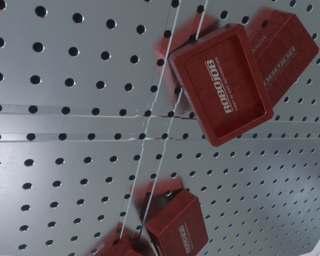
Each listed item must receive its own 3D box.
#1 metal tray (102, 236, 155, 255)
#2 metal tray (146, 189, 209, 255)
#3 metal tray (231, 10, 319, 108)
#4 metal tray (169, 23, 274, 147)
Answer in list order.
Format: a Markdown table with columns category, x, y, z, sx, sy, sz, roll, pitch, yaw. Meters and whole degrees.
| category | x | y | z | sx | sy | sz | roll | pitch | yaw |
| --- | --- | --- | --- | --- | --- | --- | --- | --- | --- |
| metal tray | -0.075 | 0.249 | 0.520 | 0.130 | 0.030 | 0.090 | -42 | 129 | 1 |
| metal tray | 0.033 | 0.176 | 0.517 | 0.090 | 0.030 | 0.129 | -38 | 132 | -26 |
| metal tray | 0.155 | -0.085 | 0.439 | 0.090 | 0.030 | 0.130 | 30 | 102 | -38 |
| metal tray | 0.079 | -0.051 | 0.388 | 0.090 | 0.030 | 0.130 | -28 | 113 | -1 |
